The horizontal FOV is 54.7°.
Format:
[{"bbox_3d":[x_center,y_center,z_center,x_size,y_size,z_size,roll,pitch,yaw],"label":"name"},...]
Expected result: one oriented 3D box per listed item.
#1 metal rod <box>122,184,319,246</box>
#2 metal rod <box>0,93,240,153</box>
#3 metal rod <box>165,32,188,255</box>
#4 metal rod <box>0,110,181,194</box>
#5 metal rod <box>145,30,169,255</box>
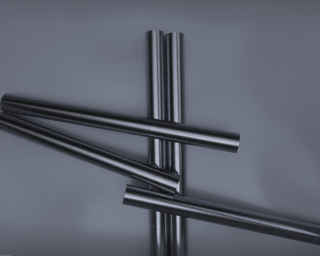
[{"bbox_3d":[0.103,0.116,0.394,0.302,0.025,0.025,13,90,-6],"label":"metal rod"},{"bbox_3d":[-0.054,-0.008,0.390,0.302,0.025,0.025,10,90,6],"label":"metal rod"},{"bbox_3d":[0.022,0.026,0.409,0.025,0.025,0.298,-1,90,-1],"label":"metal rod"},{"bbox_3d":[-0.120,0.021,0.396,0.301,0.025,0.025,19,90,5],"label":"metal rod"},{"bbox_3d":[-0.004,0.024,0.408,0.025,0.025,0.298,-1,90,-1],"label":"metal rod"}]
